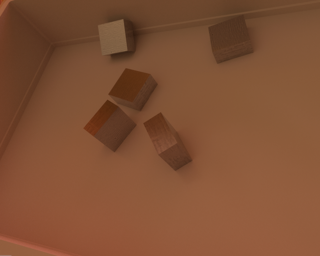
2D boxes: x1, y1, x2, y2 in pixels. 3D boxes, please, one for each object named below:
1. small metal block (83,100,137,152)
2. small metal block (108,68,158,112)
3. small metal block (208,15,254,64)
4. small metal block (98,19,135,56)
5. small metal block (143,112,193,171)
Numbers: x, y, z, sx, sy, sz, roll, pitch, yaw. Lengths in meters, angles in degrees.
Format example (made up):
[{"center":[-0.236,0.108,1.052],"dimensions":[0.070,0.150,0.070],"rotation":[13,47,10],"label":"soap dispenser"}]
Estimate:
[{"center":[-0.067,-0.002,0.425],"dimensions":[0.025,0.050,0.050],"rotation":[32,79,37],"label":"small metal block"},{"center":[-0.040,-0.058,0.461],"dimensions":[0.050,0.025,0.050],"rotation":[20,72,35],"label":"small metal block"},{"center":[0.097,-0.123,0.429],"dimensions":[0.050,0.025,0.050],"rotation":[-15,56,19],"label":"small metal block"},{"center":[-0.072,-0.150,0.517],"dimensions":[0.050,0.025,0.050],"rotation":[-3,98,26],"label":"small metal block"},{"center":[0.010,0.017,0.373],"dimensions":[0.025,0.050,0.050],"rotation":[-33,52,7],"label":"small metal block"}]
